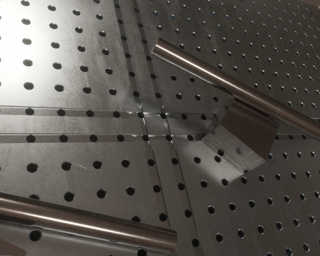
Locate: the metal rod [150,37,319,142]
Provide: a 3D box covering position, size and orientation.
[{"bbox_3d":[0.126,-0.047,0.443,0.302,0.025,0.025,25,53,-14],"label":"metal rod"}]

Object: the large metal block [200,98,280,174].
[{"bbox_3d":[0.119,0.006,0.454,0.080,0.050,0.080,39,51,-3],"label":"large metal block"}]

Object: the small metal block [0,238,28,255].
[{"bbox_3d":[-0.149,0.117,0.257,0.050,0.025,0.050,32,51,-8],"label":"small metal block"}]

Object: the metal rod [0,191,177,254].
[{"bbox_3d":[-0.123,0.080,0.293,0.302,0.025,0.025,18,55,-18],"label":"metal rod"}]
